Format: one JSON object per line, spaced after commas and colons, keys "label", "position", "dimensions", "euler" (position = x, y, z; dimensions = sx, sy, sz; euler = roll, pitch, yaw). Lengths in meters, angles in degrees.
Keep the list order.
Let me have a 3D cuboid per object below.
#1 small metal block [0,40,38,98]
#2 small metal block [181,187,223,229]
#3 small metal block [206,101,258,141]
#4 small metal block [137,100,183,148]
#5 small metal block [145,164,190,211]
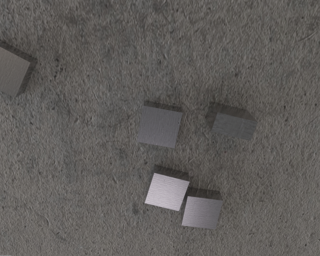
{"label": "small metal block", "position": [-0.188, -0.073, 0.381], "dimensions": [0.050, 0.025, 0.050], "euler": [28, 108, -10]}
{"label": "small metal block", "position": [0.060, 0.117, 0.453], "dimensions": [0.050, 0.025, 0.050], "euler": [8, 110, -3]}
{"label": "small metal block", "position": [0.089, -0.010, 0.393], "dimensions": [0.050, 0.050, 0.025], "euler": [13, 110, -5]}
{"label": "small metal block", "position": [-0.001, -0.005, 0.408], "dimensions": [0.050, 0.025, 0.050], "euler": [10, 110, -4]}
{"label": "small metal block", "position": [0.010, 0.085, 0.441], "dimensions": [0.050, 0.025, 0.050], "euler": [15, 109, -6]}
